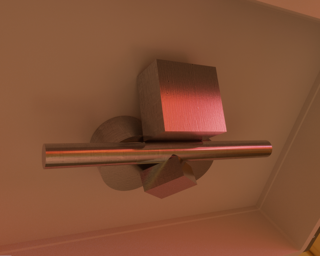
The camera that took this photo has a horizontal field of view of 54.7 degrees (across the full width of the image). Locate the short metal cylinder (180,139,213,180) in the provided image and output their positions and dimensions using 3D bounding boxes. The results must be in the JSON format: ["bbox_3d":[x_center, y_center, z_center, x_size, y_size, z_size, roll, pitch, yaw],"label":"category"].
[{"bbox_3d":[0.028,0.033,0.429,0.081,0.050,0.079,-14,125,-21],"label":"short metal cylinder"}]

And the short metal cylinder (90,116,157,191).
[{"bbox_3d":[-0.042,0.032,0.389,0.081,0.050,0.079,-14,125,-21],"label":"short metal cylinder"}]

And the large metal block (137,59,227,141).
[{"bbox_3d":[0.024,-0.028,0.361,0.081,0.050,0.080,1,75,-29],"label":"large metal block"}]

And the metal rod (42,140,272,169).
[{"bbox_3d":[0.020,0.029,0.372,0.303,0.025,0.025,1,118,-29],"label":"metal rod"}]

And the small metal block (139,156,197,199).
[{"bbox_3d":[0.011,0.061,0.373,0.050,0.025,0.050,-25,151,13],"label":"small metal block"}]
